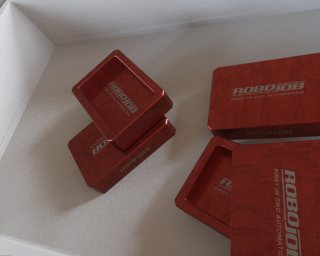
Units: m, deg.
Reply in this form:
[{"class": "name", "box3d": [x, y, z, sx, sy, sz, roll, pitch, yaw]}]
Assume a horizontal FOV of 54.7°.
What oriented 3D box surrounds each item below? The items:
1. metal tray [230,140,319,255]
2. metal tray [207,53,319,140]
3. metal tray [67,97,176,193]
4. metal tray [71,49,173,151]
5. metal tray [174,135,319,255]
[{"class": "metal tray", "box3d": [0.108, 0.076, 0.260, 0.090, 0.030, 0.130, -6, 60, 24]}, {"class": "metal tray", "box3d": [0.125, -0.034, 0.357, 0.130, 0.030, 0.090, -4, 60, 25]}, {"class": "metal tray", "box3d": [-0.055, 0.014, 0.421, 0.130, 0.030, 0.090, -40, 51, 0]}, {"class": "metal tray", "box3d": [-0.055, -0.042, 0.415, 0.090, 0.030, 0.130, -42, 51, -1]}, {"class": "metal tray", "box3d": [0.091, 0.071, 0.310, 0.130, 0.030, 0.090, 23, 74, 36]}]
